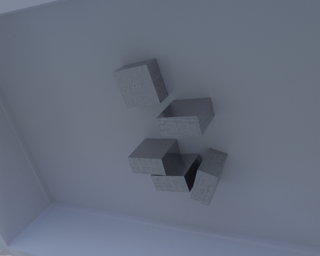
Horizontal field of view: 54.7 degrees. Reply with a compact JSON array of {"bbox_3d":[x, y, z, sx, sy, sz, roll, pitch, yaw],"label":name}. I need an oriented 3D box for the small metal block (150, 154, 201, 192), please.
[{"bbox_3d":[0.024,0.059,0.415,0.050,0.050,0.025,-5,116,33],"label":"small metal block"}]

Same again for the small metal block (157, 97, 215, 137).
[{"bbox_3d":[0.032,-0.013,0.368,0.050,0.050,0.025,-2,118,29],"label":"small metal block"}]

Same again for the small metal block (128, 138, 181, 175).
[{"bbox_3d":[-0.007,0.038,0.419,0.050,0.050,0.025,0,118,28],"label":"small metal block"}]

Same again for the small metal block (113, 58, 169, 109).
[{"bbox_3d":[-0.024,-0.055,0.387,0.050,0.025,0.050,-6,116,31],"label":"small metal block"}]

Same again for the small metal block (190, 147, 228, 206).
[{"bbox_3d":[0.063,0.062,0.397,0.025,0.050,0.050,20,126,16],"label":"small metal block"}]
